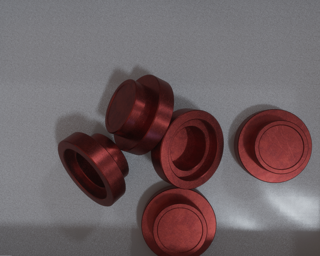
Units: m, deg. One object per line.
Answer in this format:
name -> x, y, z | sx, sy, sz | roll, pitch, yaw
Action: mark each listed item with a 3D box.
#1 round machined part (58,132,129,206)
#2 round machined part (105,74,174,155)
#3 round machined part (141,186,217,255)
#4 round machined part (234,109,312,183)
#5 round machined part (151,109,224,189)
round machined part -> -0.077, 0.046, 0.384 | 0.098, 0.098, 0.042 | 51, 55, -1
round machined part -> -0.031, -0.020, 0.371 | 0.042, 0.098, 0.098 | 22, 90, -32
round machined part -> 0.025, 0.127, 0.403 | 0.099, 0.042, 0.097 | 0, 90, -1
round machined part -> 0.151, 0.024, 0.405 | 0.099, 0.042, 0.097 | 0, 90, -1
round machined part -> 0.030, 0.023, 0.388 | 0.099, 0.042, 0.097 | -6, 102, -33
